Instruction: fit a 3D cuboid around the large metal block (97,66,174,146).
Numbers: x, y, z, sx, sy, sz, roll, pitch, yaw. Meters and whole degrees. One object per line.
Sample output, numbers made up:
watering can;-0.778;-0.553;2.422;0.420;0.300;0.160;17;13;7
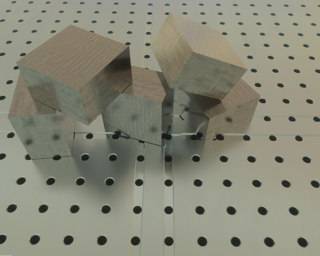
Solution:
large metal block;-0.028;-0.030;0.396;0.080;0.080;0.050;15;52;11

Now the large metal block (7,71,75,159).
large metal block;-0.141;-0.019;0.385;0.050;0.080;0.080;-5;50;-4

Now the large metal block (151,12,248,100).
large metal block;0.045;-0.086;0.375;0.081;0.050;0.080;8;44;-32

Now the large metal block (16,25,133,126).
large metal block;-0.088;-0.060;0.335;0.080;0.050;0.080;25;54;19

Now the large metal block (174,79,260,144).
large metal block;0.073;-0.037;0.423;0.081;0.050;0.080;-24;54;-19
